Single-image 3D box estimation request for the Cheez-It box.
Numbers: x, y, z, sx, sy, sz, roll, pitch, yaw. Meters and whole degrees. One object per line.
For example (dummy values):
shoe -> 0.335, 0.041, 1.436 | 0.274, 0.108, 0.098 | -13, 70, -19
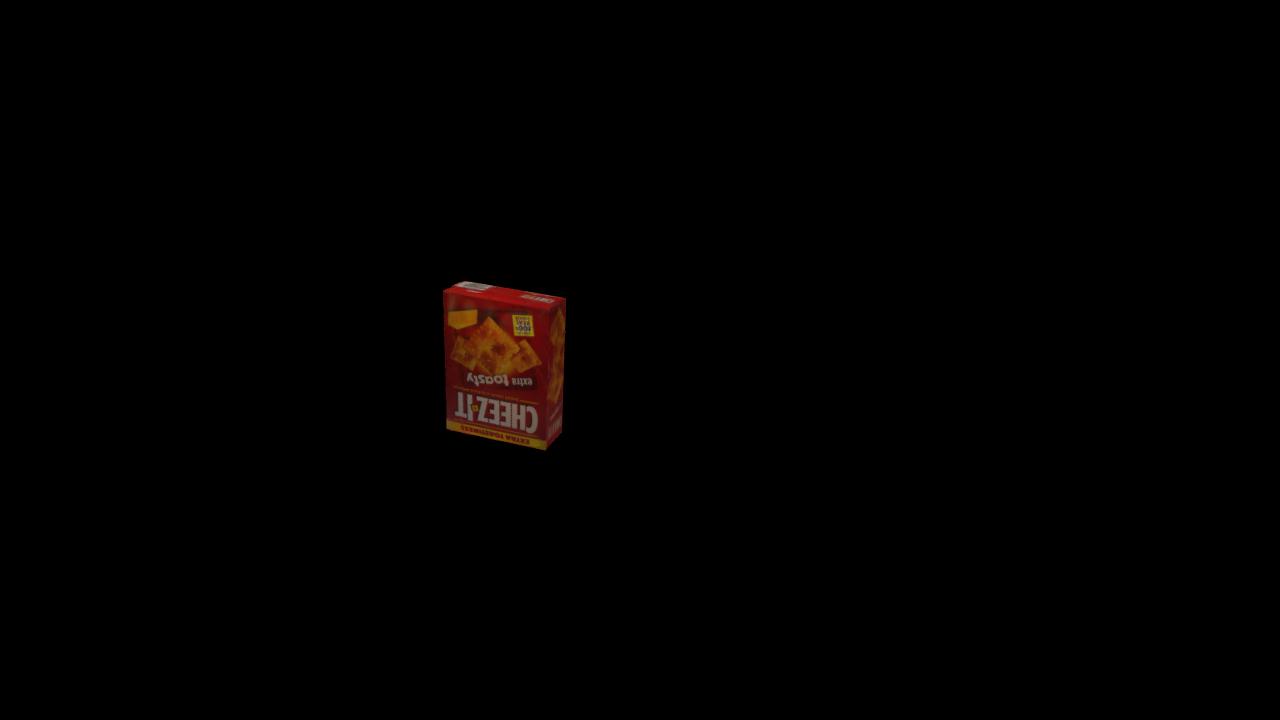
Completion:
Cheez-It box -> -0.198, 0.008, 0.898 | 0.166, 0.223, 0.071 | 11, 23, 13
